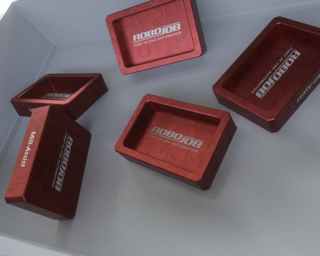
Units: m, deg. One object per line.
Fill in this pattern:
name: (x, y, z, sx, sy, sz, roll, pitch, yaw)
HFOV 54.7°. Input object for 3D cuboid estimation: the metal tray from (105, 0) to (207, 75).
metal tray: (-0.006, -0.136, 0.453, 0.130, 0.089, 0.030, -9, 15, 23)

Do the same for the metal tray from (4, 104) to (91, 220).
metal tray: (-0.140, 0.046, 0.409, 0.030, 0.090, 0.130, -9, 58, 23)

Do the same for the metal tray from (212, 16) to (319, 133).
metal tray: (0.139, -0.068, 0.371, 0.130, 0.030, 0.090, -48, 51, -6)

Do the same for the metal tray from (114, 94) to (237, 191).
metal tray: (0.017, 0.012, 0.386, 0.130, 0.030, 0.090, 17, 70, 34)

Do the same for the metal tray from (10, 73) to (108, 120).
metal tray: (-0.161, -0.053, 0.497, 0.130, 0.030, 0.090, 6, 40, 30)
